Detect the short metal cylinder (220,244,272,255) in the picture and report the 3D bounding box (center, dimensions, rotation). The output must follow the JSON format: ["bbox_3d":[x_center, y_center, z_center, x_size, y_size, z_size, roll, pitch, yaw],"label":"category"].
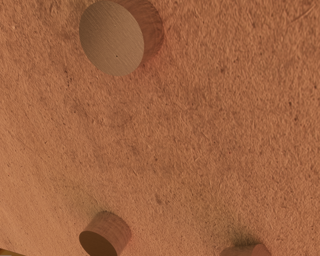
[{"bbox_3d":[0.124,0.207,0.434,0.050,0.080,0.080,-23,106,36],"label":"short metal cylinder"}]

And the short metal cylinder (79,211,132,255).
[{"bbox_3d":[-0.099,0.200,0.567,0.080,0.050,0.079,13,124,21],"label":"short metal cylinder"}]

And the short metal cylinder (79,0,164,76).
[{"bbox_3d":[-0.042,-0.105,0.348,0.080,0.050,0.079,13,124,21],"label":"short metal cylinder"}]
